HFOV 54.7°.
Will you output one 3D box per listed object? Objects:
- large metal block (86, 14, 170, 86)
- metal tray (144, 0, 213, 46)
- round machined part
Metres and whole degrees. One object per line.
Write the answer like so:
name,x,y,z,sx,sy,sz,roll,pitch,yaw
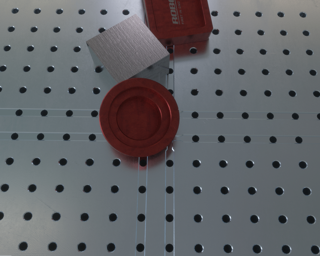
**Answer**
large metal block,-0.043,-0.098,0.434,0.080,0.050,0.080,-34,74,-12
metal tray,0.021,-0.193,0.465,0.091,0.030,0.129,-10,82,-4
round machined part,-0.027,-0.012,0.397,0.099,0.042,0.097,1,85,-10
